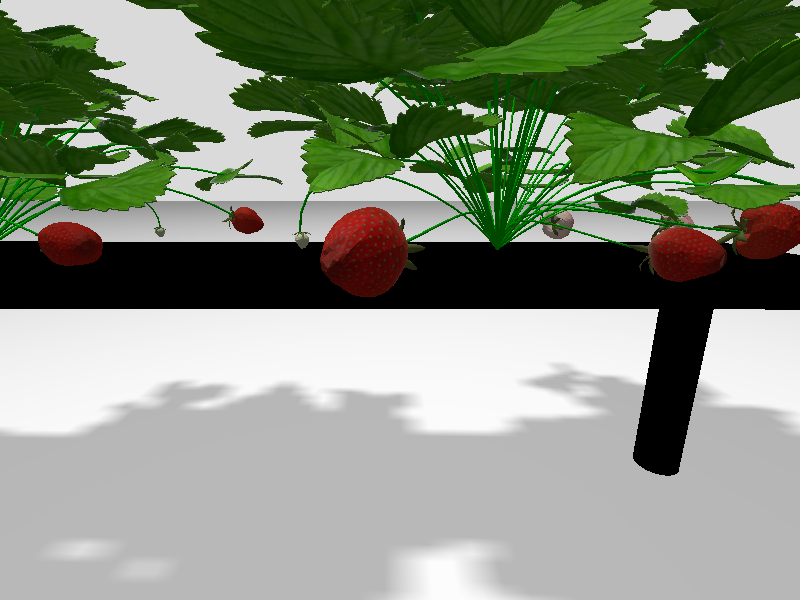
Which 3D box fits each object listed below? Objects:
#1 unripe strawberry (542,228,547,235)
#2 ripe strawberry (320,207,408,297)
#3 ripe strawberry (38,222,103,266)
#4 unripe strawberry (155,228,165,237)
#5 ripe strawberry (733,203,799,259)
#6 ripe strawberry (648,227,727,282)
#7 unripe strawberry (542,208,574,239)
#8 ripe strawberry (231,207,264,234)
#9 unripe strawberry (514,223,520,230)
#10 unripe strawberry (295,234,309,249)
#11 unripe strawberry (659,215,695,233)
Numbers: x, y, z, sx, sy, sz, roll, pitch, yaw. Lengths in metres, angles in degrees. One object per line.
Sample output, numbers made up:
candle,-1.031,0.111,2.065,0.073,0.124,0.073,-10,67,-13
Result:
unripe strawberry,0.178,-0.085,0.484,0.011,0.011,0.010,10,18,32
ripe strawberry,-0.020,-0.022,0.193,0.042,0.044,0.046,10,19,32
ripe strawberry,-0.217,-0.037,0.267,0.034,0.029,0.034,9,18,28
unripe strawberry,-0.261,-0.073,0.436,0.010,0.010,0.011,-13,20,-39
ripe strawberry,0.271,-0.050,0.292,0.041,0.043,0.038,5,16,16
ripe strawberry,0.157,-0.025,0.219,0.035,0.030,0.035,-8,18,-27
unripe strawberry,0.173,-0.083,0.436,0.032,0.034,0.035,14,20,42
ripe strawberry,-0.176,-0.091,0.464,0.035,0.030,0.035,14,5,-35
unripe strawberry,0.138,-0.088,0.478,0.010,0.011,0.011,6,16,21
unripe strawberry,-0.072,-0.043,0.294,0.010,0.011,0.011,-5,16,-19
unripe strawberry,0.291,-0.078,0.420,0.029,0.028,0.031,-5,16,-20
